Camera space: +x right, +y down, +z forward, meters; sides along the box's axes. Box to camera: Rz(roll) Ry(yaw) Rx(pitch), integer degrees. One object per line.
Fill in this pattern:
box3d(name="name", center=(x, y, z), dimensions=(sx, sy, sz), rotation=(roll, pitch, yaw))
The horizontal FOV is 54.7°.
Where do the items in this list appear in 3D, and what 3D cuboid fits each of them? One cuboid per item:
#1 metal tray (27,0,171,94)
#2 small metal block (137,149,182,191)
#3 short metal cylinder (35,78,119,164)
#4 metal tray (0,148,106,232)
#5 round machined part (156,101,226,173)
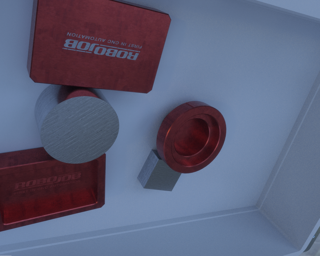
box3d(name="metal tray", center=(-0.061, -0.087, 0.319), dimensions=(0.131, 0.030, 0.089), rotation=(2, 117, -30))
box3d(name="small metal block", center=(0.003, 0.063, 0.451), dimensions=(0.050, 0.025, 0.050), rotation=(14, 111, -35))
box3d(name="short metal cylinder", center=(-0.091, -0.008, 0.339), dimensions=(0.081, 0.050, 0.079), rotation=(-14, 125, -21))
box3d(name="metal tray", center=(-0.134, 0.068, 0.374), dimensions=(0.131, 0.030, 0.089), rotation=(-8, 122, -25))
box3d(name="round machined part", center=(0.038, 0.009, 0.421), dimensions=(0.099, 0.042, 0.097), rotation=(-13, 118, -25))
